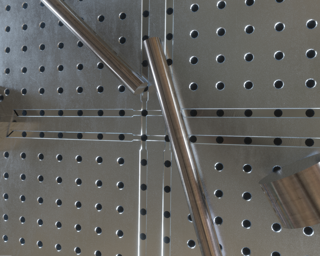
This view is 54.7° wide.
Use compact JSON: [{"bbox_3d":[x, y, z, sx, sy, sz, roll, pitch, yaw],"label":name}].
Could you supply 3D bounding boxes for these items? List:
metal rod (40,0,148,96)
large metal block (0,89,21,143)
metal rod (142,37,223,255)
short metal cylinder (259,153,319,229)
[{"bbox_3d":[-0.128,-0.157,0.456,0.300,0.025,0.025,45,104,14],"label":"metal rod"},{"bbox_3d":[-0.288,-0.016,0.498,0.080,0.050,0.080,-40,78,15],"label":"large metal block"},{"bbox_3d":[0.028,0.027,0.401,0.025,0.025,0.298,-17,84,19],"label":"metal rod"},{"bbox_3d":[0.154,0.065,0.329,0.080,0.080,0.050,-28,81,17],"label":"short metal cylinder"}]
